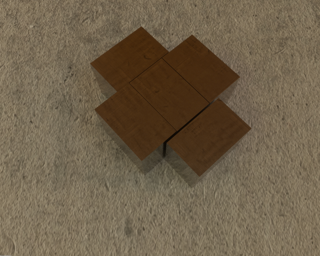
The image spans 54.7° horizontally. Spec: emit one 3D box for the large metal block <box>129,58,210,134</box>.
[{"bbox_3d":[0.010,-0.027,0.390,0.050,0.080,0.080,-41,75,-13],"label":"large metal block"}]

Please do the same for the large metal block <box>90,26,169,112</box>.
[{"bbox_3d":[-0.036,-0.070,0.406,0.080,0.080,0.050,-40,75,-13],"label":"large metal block"}]

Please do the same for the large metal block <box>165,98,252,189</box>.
[{"bbox_3d":[0.054,0.022,0.373,0.080,0.080,0.050,-40,75,-13],"label":"large metal block"}]

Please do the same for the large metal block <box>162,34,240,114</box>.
[{"bbox_3d":[0.048,-0.058,0.403,0.050,0.080,0.080,-41,75,-13],"label":"large metal block"}]

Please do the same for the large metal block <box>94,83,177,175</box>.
[{"bbox_3d":[-0.028,0.005,0.379,0.050,0.080,0.080,-41,75,-13],"label":"large metal block"}]
